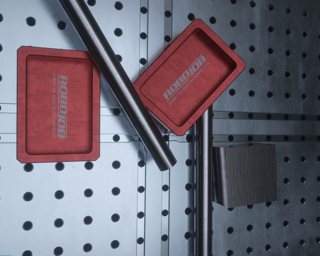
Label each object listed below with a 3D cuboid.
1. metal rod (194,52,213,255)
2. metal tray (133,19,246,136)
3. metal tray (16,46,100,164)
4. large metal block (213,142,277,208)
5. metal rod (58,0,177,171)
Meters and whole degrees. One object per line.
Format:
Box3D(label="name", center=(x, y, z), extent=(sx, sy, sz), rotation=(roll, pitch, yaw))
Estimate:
Box3D(label="metal rod", center=(0.061, 0.043, 0.436), extent=(0.025, 0.025, 0.298), rotation=(0, 90, -20))
Box3D(label="metal tray", center=(0.035, -0.064, 0.404), extent=(0.090, 0.030, 0.130), rotation=(43, 85, -5))
Box3D(label="metal tray", center=(-0.119, -0.026, 0.366), extent=(0.091, 0.030, 0.129), rotation=(0, 90, -21))
Box3D(label="large metal block", center=(0.117, 0.064, 0.444), extent=(0.081, 0.050, 0.079), rotation=(-3, 91, -20))
Box3D(label="metal rod", center=(-0.062, -0.079, 0.358), extent=(0.025, 0.025, 0.299), rotation=(-34, 104, -17))
